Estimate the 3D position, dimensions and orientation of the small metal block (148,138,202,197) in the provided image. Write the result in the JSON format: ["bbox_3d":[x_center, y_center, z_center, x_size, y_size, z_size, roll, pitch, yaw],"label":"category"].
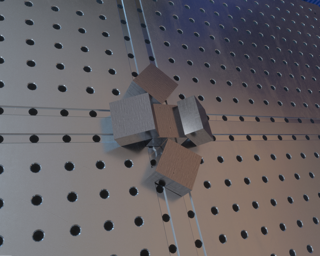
[{"bbox_3d":[0.019,0.049,0.387,0.050,0.025,0.050,29,53,-8],"label":"small metal block"}]

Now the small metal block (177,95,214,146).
[{"bbox_3d":[0.048,-0.009,0.422,0.050,0.025,0.050,39,34,-58],"label":"small metal block"}]

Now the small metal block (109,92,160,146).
[{"bbox_3d":[-0.032,-0.010,0.381,0.050,0.025,0.050,-14,65,5],"label":"small metal block"}]

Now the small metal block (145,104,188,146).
[{"bbox_3d":[0.004,-0.004,0.412,0.050,0.025,0.050,1,60,-28],"label":"small metal block"}]

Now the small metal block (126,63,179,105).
[{"bbox_3d":[-0.010,-0.056,0.437,0.050,0.025,0.050,39,50,-1],"label":"small metal block"}]
